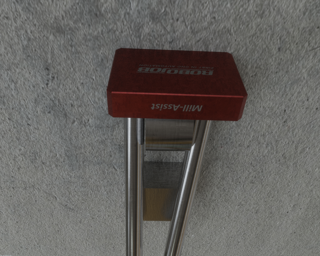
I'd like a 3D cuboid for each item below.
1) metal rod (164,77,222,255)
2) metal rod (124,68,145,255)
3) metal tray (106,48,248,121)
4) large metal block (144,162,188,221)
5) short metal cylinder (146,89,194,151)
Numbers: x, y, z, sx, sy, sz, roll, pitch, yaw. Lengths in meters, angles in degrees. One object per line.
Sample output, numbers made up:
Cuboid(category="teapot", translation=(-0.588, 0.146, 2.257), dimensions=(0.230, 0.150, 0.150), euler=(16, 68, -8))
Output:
Cuboid(category="metal rod", translation=(0.037, 0.073, 0.410), dimensions=(0.025, 0.025, 0.298), euler=(6, 115, -6))
Cuboid(category="metal rod", translation=(-0.034, 0.070, 0.408), dimensions=(0.025, 0.025, 0.298), euler=(1, 115, -2))
Cuboid(category="metal tray", translation=(0.016, -0.048, 0.325), dimensions=(0.131, 0.090, 0.030), euler=(2, 130, -2))
Cuboid(category="large metal block", translation=(0.001, 0.098, 0.473), dimensions=(0.081, 0.050, 0.079), euler=(1, 130, -2))
Cuboid(category="short metal cylinder", translation=(0.009, -0.013, 0.363), dimensions=(0.050, 0.080, 0.079), euler=(1, 130, -2))
